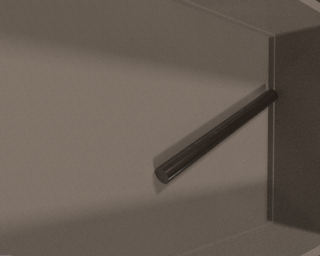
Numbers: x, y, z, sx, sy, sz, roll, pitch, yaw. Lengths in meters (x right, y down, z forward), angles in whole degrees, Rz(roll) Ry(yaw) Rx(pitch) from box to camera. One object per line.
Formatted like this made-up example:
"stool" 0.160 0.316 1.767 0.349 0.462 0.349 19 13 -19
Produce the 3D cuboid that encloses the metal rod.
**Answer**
"metal rod" 0.107 0.001 0.499 0.302 0.025 0.025 -31 110 -36
